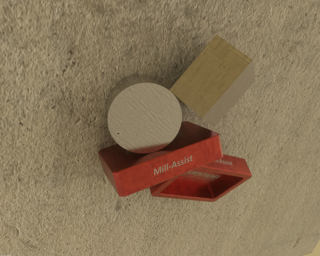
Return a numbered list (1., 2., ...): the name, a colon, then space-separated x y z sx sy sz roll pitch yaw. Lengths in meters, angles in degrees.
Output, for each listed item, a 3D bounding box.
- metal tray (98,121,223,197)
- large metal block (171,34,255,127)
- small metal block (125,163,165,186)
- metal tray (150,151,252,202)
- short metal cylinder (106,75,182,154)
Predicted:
1. metal tray: -0.002 0.032 0.380 0.131 0.090 0.030 -19 108 -18
2. large metal block: 0.066 -0.052 0.373 0.080 0.050 0.080 -50 161 7
3. small metal block: -0.017 0.057 0.407 0.050 0.050 0.025 -12 89 -38
4. metal tray: 0.059 0.072 0.459 0.131 0.030 0.090 14 135 -34
5. short metal cylinder: -0.020 -0.017 0.355 0.081 0.050 0.079 -4 110 -10
